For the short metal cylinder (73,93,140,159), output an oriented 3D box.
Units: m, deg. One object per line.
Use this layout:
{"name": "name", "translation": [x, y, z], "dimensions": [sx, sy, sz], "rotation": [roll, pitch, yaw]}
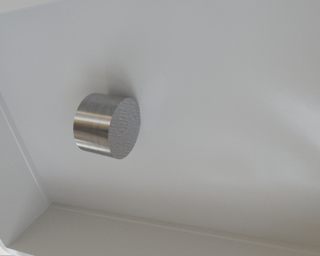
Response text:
{"name": "short metal cylinder", "translation": [-0.067, -0.003, 0.405], "dimensions": [0.050, 0.080, 0.079], "rotation": [11, 123, 22]}
